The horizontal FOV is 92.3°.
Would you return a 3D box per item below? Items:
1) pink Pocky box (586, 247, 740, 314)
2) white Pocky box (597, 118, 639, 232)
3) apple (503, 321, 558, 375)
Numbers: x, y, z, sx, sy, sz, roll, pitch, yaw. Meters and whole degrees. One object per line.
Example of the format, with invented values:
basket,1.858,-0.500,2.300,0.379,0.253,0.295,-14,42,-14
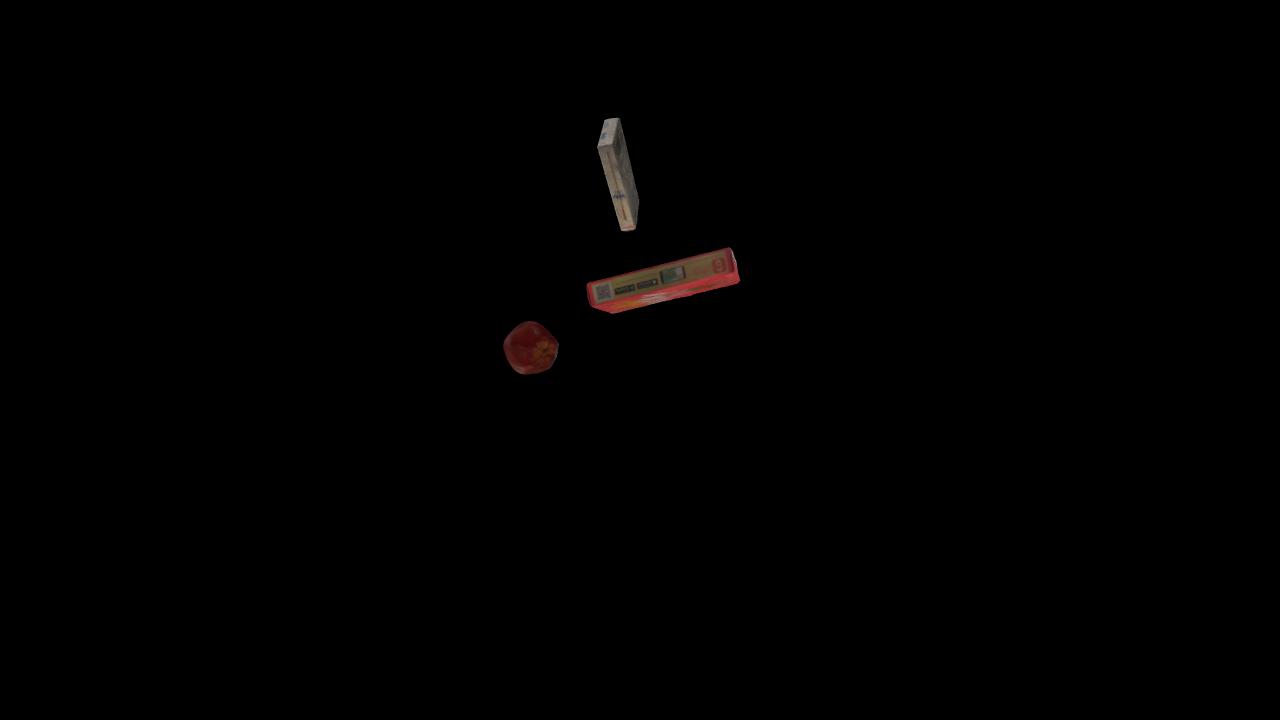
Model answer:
pink Pocky box,0.027,-0.082,0.660,0.155,0.029,0.084,-12,-3,12
white Pocky box,-0.031,-0.290,0.970,0.028,0.084,0.154,-5,-43,12
apple,-0.158,-0.017,0.900,0.079,0.079,0.093,0,5,-29
